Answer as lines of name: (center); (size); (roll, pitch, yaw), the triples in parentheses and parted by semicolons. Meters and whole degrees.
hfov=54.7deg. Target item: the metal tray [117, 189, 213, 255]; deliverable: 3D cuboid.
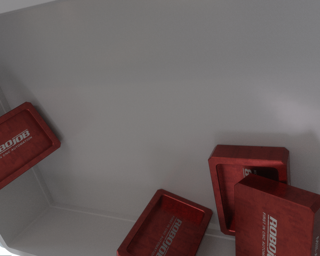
metal tray: (0.010, 0.150, 0.428); (0.090, 0.131, 0.030); (20, 126, 16)

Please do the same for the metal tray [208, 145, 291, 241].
metal tray: (0.118, 0.085, 0.395); (0.090, 0.030, 0.129); (1, 119, 28)

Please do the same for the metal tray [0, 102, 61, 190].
metal tray: (-0.236, 0.030, 0.482); (0.030, 0.131, 0.090); (-12, 114, 57)

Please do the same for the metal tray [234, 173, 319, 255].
metal tray: (0.134, 0.126, 0.360); (0.090, 0.030, 0.129); (14, 118, 44)
